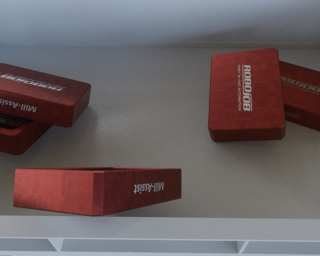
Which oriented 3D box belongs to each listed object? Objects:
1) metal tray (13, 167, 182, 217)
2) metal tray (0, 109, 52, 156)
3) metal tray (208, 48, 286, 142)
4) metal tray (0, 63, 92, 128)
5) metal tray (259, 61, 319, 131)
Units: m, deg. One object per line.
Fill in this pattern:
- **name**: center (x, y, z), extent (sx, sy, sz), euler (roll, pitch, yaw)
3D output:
- **metal tray**: center (-0.047, 0.052, 0.281), extent (0.090, 0.131, 0.030), euler (-3, 83, 29)
- **metal tray**: center (-0.212, -0.016, 0.398), extent (0.131, 0.030, 0.090), euler (12, 35, 10)
- **metal tray**: center (0.114, -0.046, 0.414), extent (0.090, 0.030, 0.130), euler (-3, 57, 17)
- **metal tray**: center (-0.165, -0.045, 0.400), extent (0.131, 0.030, 0.090), euler (13, 25, -3)
- **metal tray**: center (0.186, -0.054, 0.448), extent (0.130, 0.030, 0.090), euler (21, 53, 16)
